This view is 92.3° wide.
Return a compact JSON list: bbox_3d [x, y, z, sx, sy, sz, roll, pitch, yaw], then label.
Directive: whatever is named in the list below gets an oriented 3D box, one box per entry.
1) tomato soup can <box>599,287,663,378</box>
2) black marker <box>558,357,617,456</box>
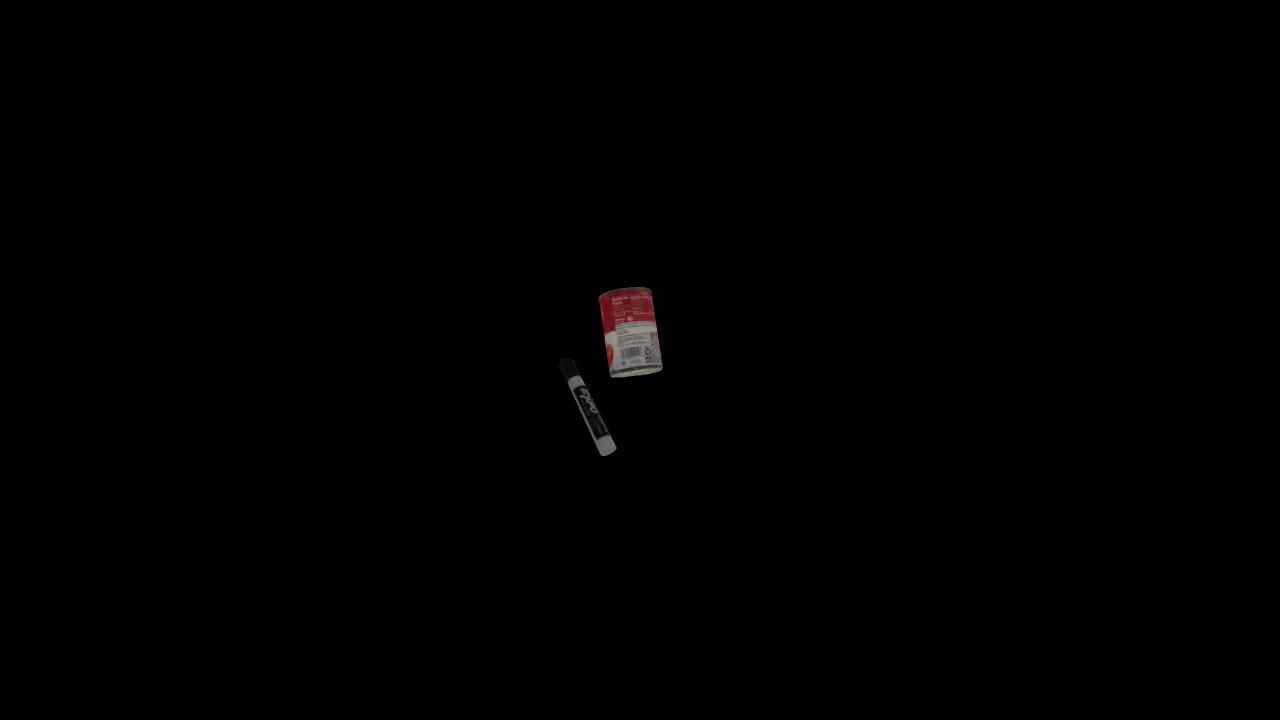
[{"bbox_3d":[-0.011,-0.032,0.759,0.068,0.101,0.068,-9,-7,-1],"label":"tomato soup can"},{"bbox_3d":[-0.059,0.048,0.668,0.020,0.121,0.020,-24,-23,-11],"label":"black marker"}]
